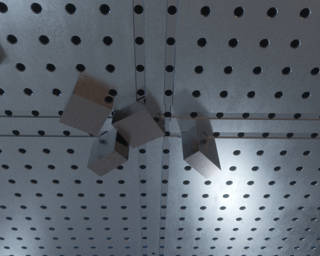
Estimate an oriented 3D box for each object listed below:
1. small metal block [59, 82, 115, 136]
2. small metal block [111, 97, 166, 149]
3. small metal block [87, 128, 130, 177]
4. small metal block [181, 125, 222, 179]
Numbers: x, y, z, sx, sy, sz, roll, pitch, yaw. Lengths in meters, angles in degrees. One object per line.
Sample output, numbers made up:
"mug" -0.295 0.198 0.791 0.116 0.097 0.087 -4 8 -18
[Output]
"small metal block" -0.092 -0.023 0.391 0.050 0.025 0.050 23 126 -19
"small metal block" -0.027 -0.006 0.406 0.050 0.025 0.050 -24 127 18
"small metal block" -0.068 0.031 0.420 0.050 0.050 0.025 -32 123 24
"small metal block" 0.056 0.033 0.424 0.025 0.050 0.050 -34 123 25
